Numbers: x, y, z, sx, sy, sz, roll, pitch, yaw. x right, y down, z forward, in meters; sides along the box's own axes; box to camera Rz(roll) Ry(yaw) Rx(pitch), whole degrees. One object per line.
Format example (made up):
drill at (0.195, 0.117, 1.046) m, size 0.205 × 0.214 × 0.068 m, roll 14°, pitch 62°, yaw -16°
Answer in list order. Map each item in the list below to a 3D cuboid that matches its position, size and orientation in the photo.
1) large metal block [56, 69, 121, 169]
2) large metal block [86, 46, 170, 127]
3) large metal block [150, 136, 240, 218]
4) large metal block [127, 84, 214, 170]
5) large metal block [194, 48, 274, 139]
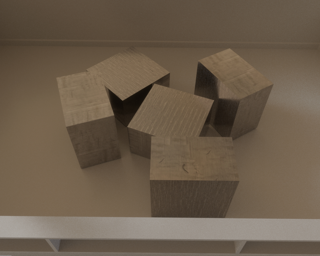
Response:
large metal block at (-0.085, -0.011, 0.376) m, size 0.050 × 0.080 × 0.080 m, roll -15°, pitch 52°, yaw -12°
large metal block at (-0.043, -0.061, 0.437) m, size 0.080 × 0.050 × 0.080 m, roll -35°, pitch 59°, yaw -26°
large metal block at (0.031, 0.053, 0.324) m, size 0.081 × 0.080 × 0.050 m, roll 1°, pitch 50°, yaw 0°
large metal block at (0.015, -0.002, 0.389) m, size 0.080 × 0.050 × 0.080 m, roll 18°, pitch 52°, yaw 14°
large metal block at (0.090, -0.043, 0.404) m, size 0.050 × 0.080 × 0.080 m, roll -25°, pitch 55°, yaw -20°
